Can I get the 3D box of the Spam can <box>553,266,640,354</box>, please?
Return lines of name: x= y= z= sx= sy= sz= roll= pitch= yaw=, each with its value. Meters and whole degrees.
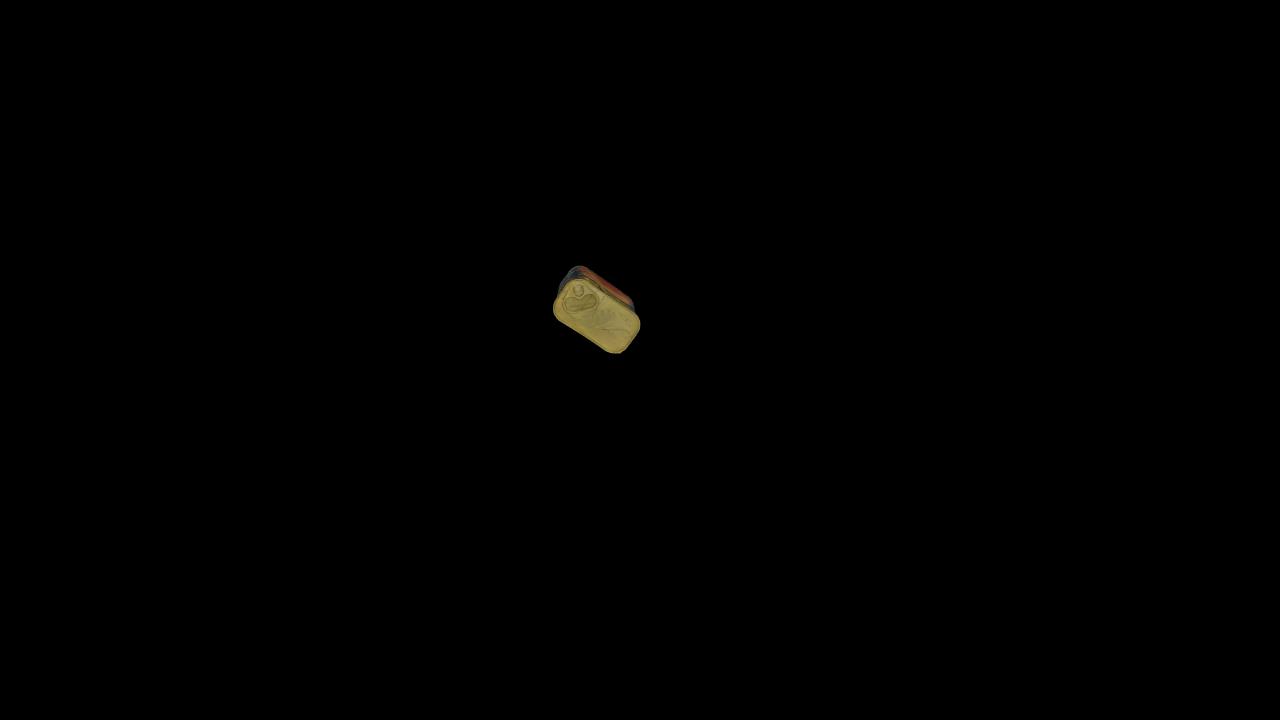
Spam can: x=-0.052 y=-0.064 z=0.745 sx=0.101 sy=0.058 sz=0.085 roll=34 pitch=14 yaw=-15
